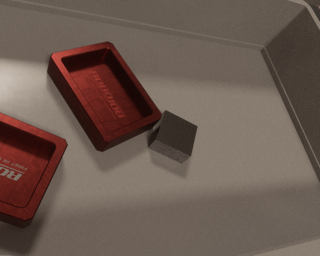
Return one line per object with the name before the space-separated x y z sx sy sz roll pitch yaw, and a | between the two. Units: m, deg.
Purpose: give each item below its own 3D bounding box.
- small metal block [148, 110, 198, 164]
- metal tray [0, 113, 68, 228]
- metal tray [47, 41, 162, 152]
small metal block | 0.018 0.012 0.410 0.050 0.025 0.050 27 52 -12
metal tray | -0.168 0.029 0.294 0.131 0.030 0.090 25 53 -14
metal tray | -0.070 -0.044 0.392 0.091 0.030 0.130 -26 76 -37
